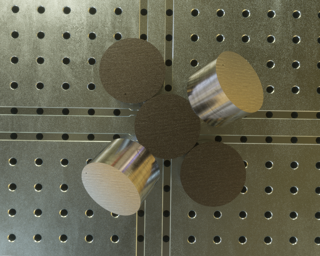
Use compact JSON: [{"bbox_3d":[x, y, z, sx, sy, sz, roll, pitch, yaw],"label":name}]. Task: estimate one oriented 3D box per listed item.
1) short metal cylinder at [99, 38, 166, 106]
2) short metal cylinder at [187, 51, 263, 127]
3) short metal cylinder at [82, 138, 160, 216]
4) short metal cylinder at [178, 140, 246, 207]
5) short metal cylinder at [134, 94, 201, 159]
[{"bbox_3d":[-0.034,-0.070,0.400,0.081,0.050,0.079,0,90,-1],"label":"short metal cylinder"},{"bbox_3d":[0.080,-0.047,0.382,0.081,0.050,0.080,16,61,-31],"label":"short metal cylinder"},{"bbox_3d":[-0.047,0.060,0.380,0.080,0.050,0.079,15,127,21],"label":"short metal cylinder"},{"bbox_3d":[0.065,0.056,0.402,0.081,0.050,0.079,0,90,-1],"label":"short metal cylinder"},{"bbox_3d":[0.009,-0.002,0.401,0.081,0.050,0.079,0,90,-1],"label":"short metal cylinder"}]
